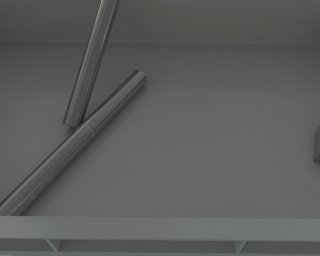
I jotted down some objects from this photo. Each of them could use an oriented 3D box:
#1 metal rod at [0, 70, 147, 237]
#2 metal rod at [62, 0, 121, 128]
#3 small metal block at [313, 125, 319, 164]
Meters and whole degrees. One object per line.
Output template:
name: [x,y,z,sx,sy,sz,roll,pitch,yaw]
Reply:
metal rod: [-0.107,0.021,0.385,0.025,0.025,0.301,25,54,19]
metal rod: [-0.078,-0.145,0.427,0.025,0.025,0.299,14,83,11]
small metal block: [0.224,0.024,0.388,0.050,0.025,0.050,16,52,12]
